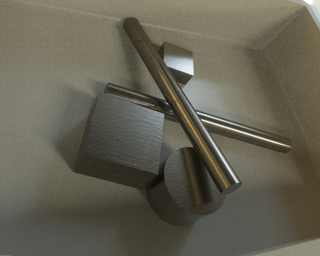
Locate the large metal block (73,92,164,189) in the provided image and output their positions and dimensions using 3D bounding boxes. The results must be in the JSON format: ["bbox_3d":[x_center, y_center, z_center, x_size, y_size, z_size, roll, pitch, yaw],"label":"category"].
[{"bbox_3d":[-0.045,0.016,0.357,0.081,0.050,0.080,18,54,-18],"label":"large metal block"}]

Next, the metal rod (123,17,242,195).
[{"bbox_3d":[0.015,-0.048,0.404,0.025,0.025,0.299,-6,53,-31],"label":"metal rod"}]

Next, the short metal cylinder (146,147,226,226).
[{"bbox_3d":[0.030,0.069,0.365,0.081,0.050,0.080,14,56,-21],"label":"short metal cylinder"}]

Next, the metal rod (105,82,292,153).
[{"bbox_3d":[0.067,-0.009,0.449,0.302,0.025,0.025,15,56,-20],"label":"metal rod"}]

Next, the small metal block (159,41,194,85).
[{"bbox_3d":[0.024,-0.101,0.482,0.050,0.025,0.050,15,55,-20],"label":"small metal block"}]
